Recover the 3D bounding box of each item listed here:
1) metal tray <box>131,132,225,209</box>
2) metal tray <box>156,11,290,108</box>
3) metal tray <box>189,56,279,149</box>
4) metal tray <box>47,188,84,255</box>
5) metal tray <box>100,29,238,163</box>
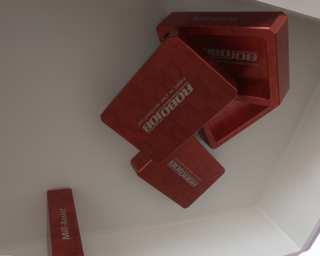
[{"bbox_3d":[0.031,0.058,0.460,0.090,0.030,0.130,-44,130,2],"label":"metal tray"},{"bbox_3d":[0.066,-0.075,0.330,0.030,0.130,0.090,-51,138,-30],"label":"metal tray"},{"bbox_3d":[0.108,-0.039,0.442,0.130,0.030,0.090,-33,129,-7],"label":"metal tray"},{"bbox_3d":[-0.115,0.146,0.368,0.030,0.130,0.089,-1,119,-23],"label":"metal tray"},{"bbox_3d":[0.007,-0.030,0.340,0.090,0.030,0.129,39,120,-12],"label":"metal tray"}]
